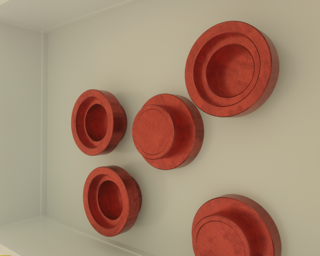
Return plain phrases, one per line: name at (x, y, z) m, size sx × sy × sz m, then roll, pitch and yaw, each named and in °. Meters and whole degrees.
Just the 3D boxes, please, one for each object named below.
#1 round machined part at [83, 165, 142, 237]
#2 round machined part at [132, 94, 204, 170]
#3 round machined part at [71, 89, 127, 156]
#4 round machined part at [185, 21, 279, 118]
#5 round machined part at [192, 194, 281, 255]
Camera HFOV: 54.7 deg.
round machined part at (-0.065, 0.103, 0.450) m, size 0.098 × 0.042 × 0.097 m, roll 0°, pitch 90°, yaw 40°
round machined part at (0.003, 0.005, 0.394) m, size 0.098 × 0.042 × 0.097 m, roll 0°, pitch 90°, yaw 40°
round machined part at (-0.088, -0.008, 0.469) m, size 0.098 × 0.042 × 0.097 m, roll 0°, pitch 90°, yaw 40°
round machined part at (0.078, -0.060, 0.331) m, size 0.098 × 0.042 × 0.097 m, roll 0°, pitch 90°, yaw 40°
round machined part at (0.074, 0.124, 0.334) m, size 0.098 × 0.042 × 0.097 m, roll 0°, pitch 90°, yaw 40°
